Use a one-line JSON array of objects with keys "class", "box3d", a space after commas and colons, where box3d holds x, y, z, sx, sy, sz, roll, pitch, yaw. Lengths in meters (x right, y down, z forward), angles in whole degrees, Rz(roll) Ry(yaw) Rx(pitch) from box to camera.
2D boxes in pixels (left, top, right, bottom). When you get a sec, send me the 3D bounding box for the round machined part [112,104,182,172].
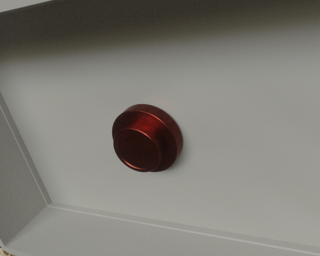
[{"class": "round machined part", "box3d": [-0.023, 0.020, 0.416, 0.098, 0.042, 0.097, 13, 124, 20]}]
